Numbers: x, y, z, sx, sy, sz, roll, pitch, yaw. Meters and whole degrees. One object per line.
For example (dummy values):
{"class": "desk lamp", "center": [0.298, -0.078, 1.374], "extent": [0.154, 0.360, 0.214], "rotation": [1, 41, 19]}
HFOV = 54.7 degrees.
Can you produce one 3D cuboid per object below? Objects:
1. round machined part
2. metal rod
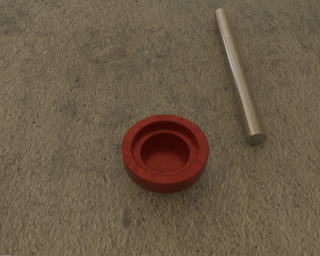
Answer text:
{"class": "round machined part", "center": [0.006, 0.034, 0.364], "extent": [0.099, 0.042, 0.098], "rotation": [0, 50, 0]}
{"class": "metal rod", "center": [0.118, -0.100, 0.487], "extent": [0.025, 0.025, 0.300], "rotation": [-1, 50, -1]}
